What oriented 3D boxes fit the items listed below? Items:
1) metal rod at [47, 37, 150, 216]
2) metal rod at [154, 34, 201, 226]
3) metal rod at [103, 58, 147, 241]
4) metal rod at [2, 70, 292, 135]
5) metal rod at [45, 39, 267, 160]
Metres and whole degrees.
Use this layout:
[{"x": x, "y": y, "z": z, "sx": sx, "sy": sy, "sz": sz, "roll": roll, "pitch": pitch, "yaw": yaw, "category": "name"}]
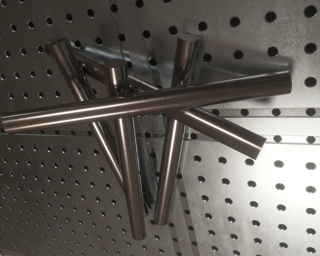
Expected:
[{"x": -0.073, "y": 0.020, "z": 0.435, "sx": 0.025, "sy": 0.025, "sz": 0.299, "roll": -2, "pitch": 126, "yaw": 28, "category": "metal rod"}, {"x": 0.017, "y": 0.025, "z": 0.416, "sx": 0.025, "sy": 0.025, "sz": 0.298, "roll": 19, "pitch": 126, "yaw": 17, "category": "metal rod"}, {"x": -0.041, "y": 0.052, "z": 0.417, "sx": 0.025, "sy": 0.025, "sz": 0.298, "roll": 12, "pitch": 129, "yaw": 21, "category": "metal rod"}, {"x": -0.018, "y": -0.026, "z": 0.329, "sx": 0.302, "sy": 0.025, "sz": 0.025, "roll": -8, "pitch": 117, "yaw": 5, "category": "metal rod"}, {"x": -0.021, "y": -0.043, "z": 0.368, "sx": 0.301, "sy": 0.025, "sz": 0.025, "roll": 28, "pitch": 128, "yaw": 20, "category": "metal rod"}]
